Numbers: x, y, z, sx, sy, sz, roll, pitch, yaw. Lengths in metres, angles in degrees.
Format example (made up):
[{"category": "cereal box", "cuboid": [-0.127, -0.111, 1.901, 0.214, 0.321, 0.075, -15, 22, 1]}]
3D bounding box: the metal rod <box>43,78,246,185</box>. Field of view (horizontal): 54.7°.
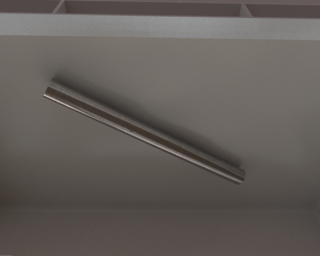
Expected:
[{"category": "metal rod", "cuboid": [-0.005, 0.014, 0.418, 0.302, 0.025, 0.025, 26, 125, -21]}]
